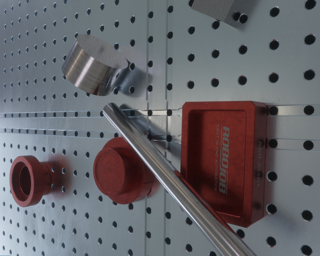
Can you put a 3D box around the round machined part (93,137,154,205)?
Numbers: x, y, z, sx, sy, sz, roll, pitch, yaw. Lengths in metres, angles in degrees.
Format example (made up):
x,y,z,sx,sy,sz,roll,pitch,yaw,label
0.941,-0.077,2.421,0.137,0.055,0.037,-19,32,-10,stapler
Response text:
x,y,z,sx,sy,sz,roll,pitch,yaw,label
-0.059,0.062,0.447,0.098,0.042,0.097,0,90,40,round machined part

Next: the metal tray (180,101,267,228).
x,y,z,sx,sy,sz,roll,pitch,yaw,label
0.068,0.035,0.349,0.090,0.030,0.129,3,92,40,metal tray

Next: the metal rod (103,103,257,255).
x,y,z,sx,sy,sz,roll,pitch,yaw,label
0.003,0.049,0.371,0.300,0.025,0.025,44,117,43,metal rod

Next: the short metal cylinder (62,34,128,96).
x,y,z,sx,sy,sz,roll,pitch,yaw,label
-0.094,-0.092,0.452,0.080,0.081,0.050,52,121,27,short metal cylinder

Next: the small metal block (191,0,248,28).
x,y,z,sx,sy,sz,roll,pitch,yaw,label
0.070,-0.149,0.351,0.050,0.025,0.050,38,113,33,small metal block

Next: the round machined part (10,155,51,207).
x,y,z,sx,sy,sz,roll,pitch,yaw,label
-0.251,0.102,0.606,0.098,0.042,0.097,0,90,40,round machined part
